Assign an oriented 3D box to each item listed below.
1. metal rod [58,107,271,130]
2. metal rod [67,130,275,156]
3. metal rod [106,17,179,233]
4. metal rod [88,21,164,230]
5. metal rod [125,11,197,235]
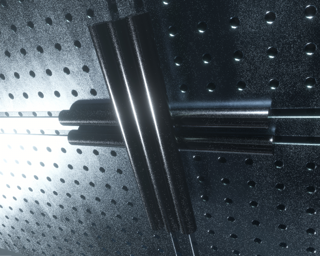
[{"bbox_3d":[-0.013,-0.013,0.409,0.301,0.025,0.025,1,119,27],"label":"metal rod"},{"bbox_3d":[-0.004,0.017,0.423,0.301,0.025,0.025,1,119,27],"label":"metal rod"},{"bbox_3d":[-0.013,0.015,0.394,0.025,0.025,0.298,0,119,27],"label":"metal rod"},{"bbox_3d":[-0.035,0.015,0.406,0.025,0.025,0.298,0,119,27],"label":"metal rod"},{"bbox_3d":[0.009,0.014,0.382,0.025,0.025,0.298,0,119,27],"label":"metal rod"}]
